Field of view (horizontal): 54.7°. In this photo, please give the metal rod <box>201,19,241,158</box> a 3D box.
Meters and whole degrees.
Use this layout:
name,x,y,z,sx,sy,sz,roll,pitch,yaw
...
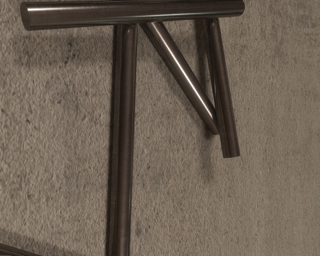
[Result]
name,x,y,z,sx,sy,sz,roll,pitch,yaw
metal rod,0.082,-0.105,0.454,0.025,0.025,0.298,-8,89,-40

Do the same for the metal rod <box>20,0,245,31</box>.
name,x,y,z,sx,sy,sz,roll,pitch,yaw
metal rod,-0.004,-0.138,0.366,0.302,0.025,0.025,-18,102,-35

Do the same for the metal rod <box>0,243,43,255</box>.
name,x,y,z,sx,sy,sz,roll,pitch,yaw
metal rod,-0.122,0.138,0.303,0.301,0.025,0.025,37,67,-34

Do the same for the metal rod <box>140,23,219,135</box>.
name,x,y,z,sx,sy,sz,roll,pitch,yaw
metal rod,0.012,-0.104,0.416,0.025,0.025,0.300,-52,121,-27

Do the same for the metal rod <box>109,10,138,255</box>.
name,x,y,z,sx,sy,sz,roll,pitch,yaw
metal rod,-0.043,0.009,0.369,0.025,0.025,0.298,3,88,-40
